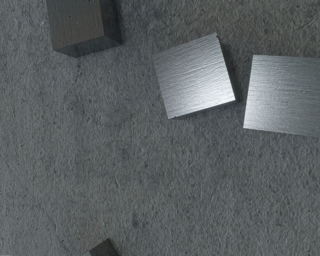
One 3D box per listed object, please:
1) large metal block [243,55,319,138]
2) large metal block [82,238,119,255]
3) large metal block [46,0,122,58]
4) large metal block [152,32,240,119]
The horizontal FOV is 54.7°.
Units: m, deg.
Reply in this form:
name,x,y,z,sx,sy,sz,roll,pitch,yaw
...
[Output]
name,x,y,z,sx,sy,sz,roll,pitch,yaw
large metal block,0.142,-0.034,0.346,0.080,0.050,0.079,8,93,19
large metal block,-0.091,0.215,0.428,0.080,0.050,0.080,-39,78,16
large metal block,-0.106,-0.151,0.433,0.080,0.050,0.080,-10,87,19
large metal block,0.045,-0.059,0.380,0.080,0.050,0.080,-16,85,19
